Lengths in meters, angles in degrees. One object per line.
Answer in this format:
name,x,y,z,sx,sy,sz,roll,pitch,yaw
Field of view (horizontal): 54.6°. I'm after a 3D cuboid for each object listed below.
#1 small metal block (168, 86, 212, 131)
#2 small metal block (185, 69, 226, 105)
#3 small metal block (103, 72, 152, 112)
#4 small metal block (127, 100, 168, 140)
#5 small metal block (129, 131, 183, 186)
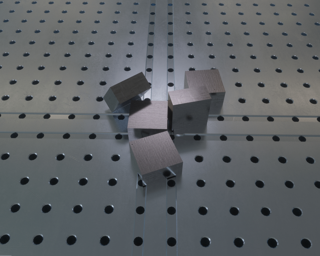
small metal block,0.038,-0.026,0.414,0.050,0.050,0.025,-10,51,-9
small metal block,0.065,-0.060,0.459,0.050,0.025,0.050,-4,50,-4
small metal block,-0.046,-0.049,0.429,0.050,0.050,0.025,-31,91,-23
small metal block,-0.015,-0.010,0.417,0.050,0.025,0.050,2,50,1
small metal block,-0.006,0.036,0.378,0.050,0.025,0.050,-16,52,-13
